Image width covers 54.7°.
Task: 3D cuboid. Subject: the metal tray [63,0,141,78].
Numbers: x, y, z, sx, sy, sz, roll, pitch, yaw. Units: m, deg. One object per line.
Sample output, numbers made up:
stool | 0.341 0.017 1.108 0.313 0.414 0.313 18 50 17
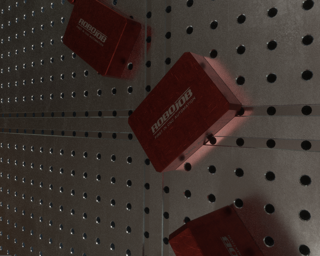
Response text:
metal tray | -0.095 -0.146 0.482 0.130 0.030 0.089 40 114 32

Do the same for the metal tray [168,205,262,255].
metal tray | 0.074 0.148 0.304 0.030 0.091 0.130 -46 63 30

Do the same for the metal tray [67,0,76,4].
metal tray | -0.128 -0.278 0.509 0.090 0.030 0.129 47 118 29

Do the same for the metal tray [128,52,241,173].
metal tray | 0.024 -0.017 0.385 0.129 0.030 0.090 -46 63 30
